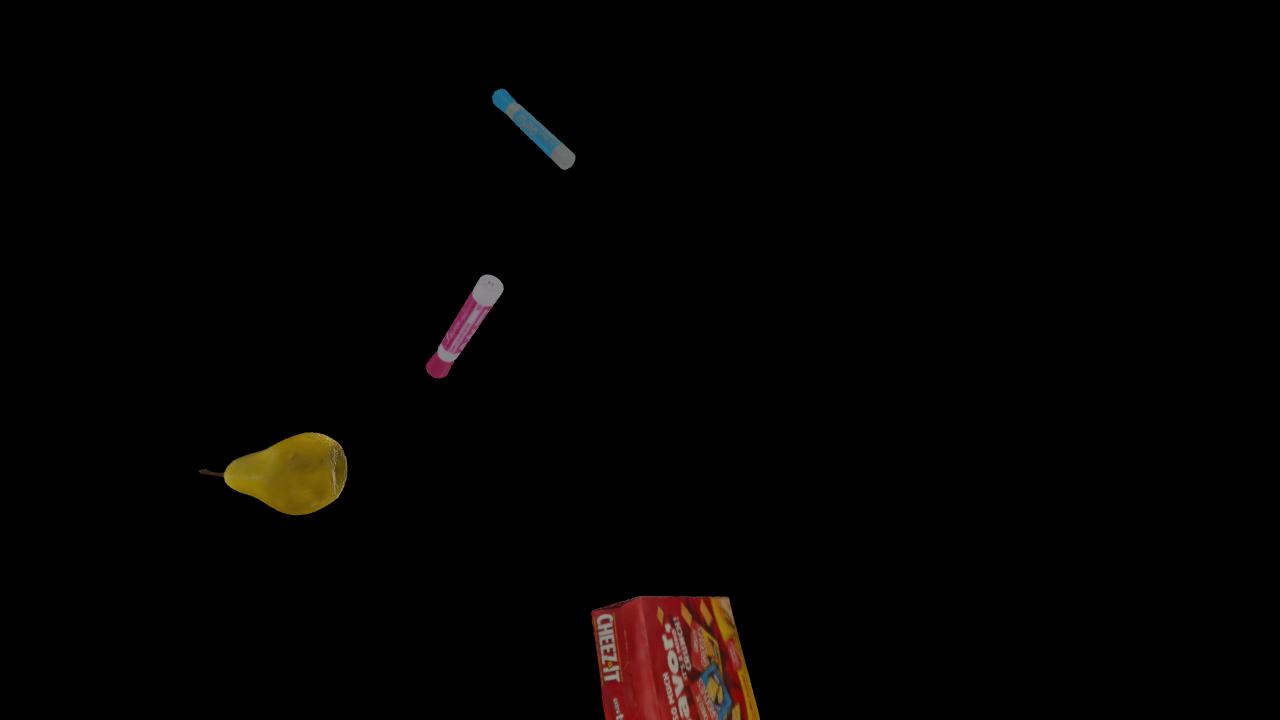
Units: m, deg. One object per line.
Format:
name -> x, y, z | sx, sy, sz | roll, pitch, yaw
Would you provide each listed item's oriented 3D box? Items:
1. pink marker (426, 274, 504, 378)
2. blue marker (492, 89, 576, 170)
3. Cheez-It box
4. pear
pink marker -> -0.140, -0.022, 0.481 | 0.020, 0.020, 0.121 | 0, -33, -41
blue marker -> -0.107, -0.230, 0.607 | 0.121, 0.020, 0.020 | 46, 20, 20
Cheez-It box -> 0.045, 0.344, 0.656 | 0.071, 0.166, 0.223 | -25, -29, 23
pear -> -0.329, 0.104, 0.556 | 0.111, 0.080, 0.080 | -2, 0, -2
